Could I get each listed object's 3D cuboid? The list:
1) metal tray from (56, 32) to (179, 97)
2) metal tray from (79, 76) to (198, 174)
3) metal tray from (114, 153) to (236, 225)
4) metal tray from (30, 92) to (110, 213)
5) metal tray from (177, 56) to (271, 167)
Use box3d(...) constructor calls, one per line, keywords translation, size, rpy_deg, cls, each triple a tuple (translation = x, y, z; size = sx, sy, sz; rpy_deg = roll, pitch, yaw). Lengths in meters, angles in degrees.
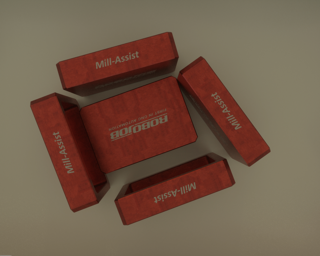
box3d(translation=(-0.046, -0.073, 0.376), size=(0.131, 0.090, 0.030), rpy_deg=(-16, 90, -1), cls="metal tray")
box3d(translation=(-0.027, -0.004, 0.406), size=(0.131, 0.030, 0.090), rpy_deg=(-20, 90, -1), cls="metal tray")
box3d(translation=(0.016, 0.069, 0.377), size=(0.131, 0.090, 0.030), rpy_deg=(-20, 90, -1), cls="metal tray")
box3d(translation=(-0.104, 0.026, 0.375), size=(0.030, 0.090, 0.129), rpy_deg=(-21, 90, 0), cls="metal tray")
box3d(translation=(0.072, -0.019, 0.378), size=(0.030, 0.090, 0.130), rpy_deg=(-36, 90, 1), cls="metal tray")
